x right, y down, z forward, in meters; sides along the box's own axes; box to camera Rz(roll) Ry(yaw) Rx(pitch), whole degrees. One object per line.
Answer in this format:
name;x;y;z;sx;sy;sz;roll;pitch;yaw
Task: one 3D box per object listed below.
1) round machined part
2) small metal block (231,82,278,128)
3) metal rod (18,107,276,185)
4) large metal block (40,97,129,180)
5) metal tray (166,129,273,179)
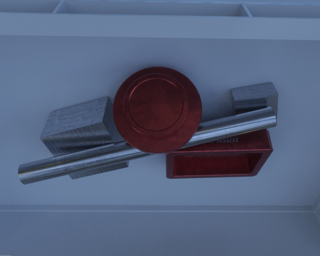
round machined part;-0.003;-0.021;0.339;0.099;0.097;0.042;-4;171;2
small metal block;0.118;-0.025;0.387;0.050;0.025;0.050;-9;130;7
metal rod;-0.015;0.021;0.366;0.302;0.025;0.025;-13;130;1
large metal block;-0.091;0.015;0.401;0.080;0.050;0.080;-14;129;11
metal tray;0.073;0.037;0.418;0.131;0.030;0.090;-2;150;0
